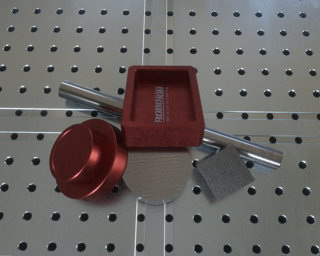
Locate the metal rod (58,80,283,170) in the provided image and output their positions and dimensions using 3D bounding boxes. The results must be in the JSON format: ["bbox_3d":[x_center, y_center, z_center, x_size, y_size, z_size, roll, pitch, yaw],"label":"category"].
[{"bbox_3d":[0.009,-0.006,0.410,0.301,0.025,0.025,19,71,6],"label":"metal rod"}]

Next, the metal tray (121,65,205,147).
[{"bbox_3d":[0.003,-0.032,0.386,0.091,0.030,0.130,0,41,-1],"label":"metal tray"}]

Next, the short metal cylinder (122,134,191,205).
[{"bbox_3d":[-0.004,0.050,0.376,0.081,0.050,0.080,0,70,0],"label":"short metal cylinder"}]

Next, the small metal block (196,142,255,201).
[{"bbox_3d":[0.078,0.052,0.377,0.050,0.025,0.050,-31,89,6],"label":"small metal block"}]

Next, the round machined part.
[{"bbox_3d":[-0.089,0.033,0.361,0.098,0.042,0.098,-15,61,29],"label":"round machined part"}]
